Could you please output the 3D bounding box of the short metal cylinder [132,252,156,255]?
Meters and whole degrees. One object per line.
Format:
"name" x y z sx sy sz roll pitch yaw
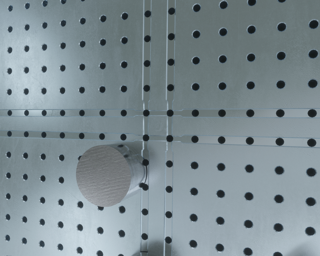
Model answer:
"short metal cylinder" -0.027 0.214 0.409 0.080 0.050 0.079 0 90 20

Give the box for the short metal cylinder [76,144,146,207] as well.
"short metal cylinder" -0.065 0.062 0.422 0.080 0.050 0.079 0 90 20
